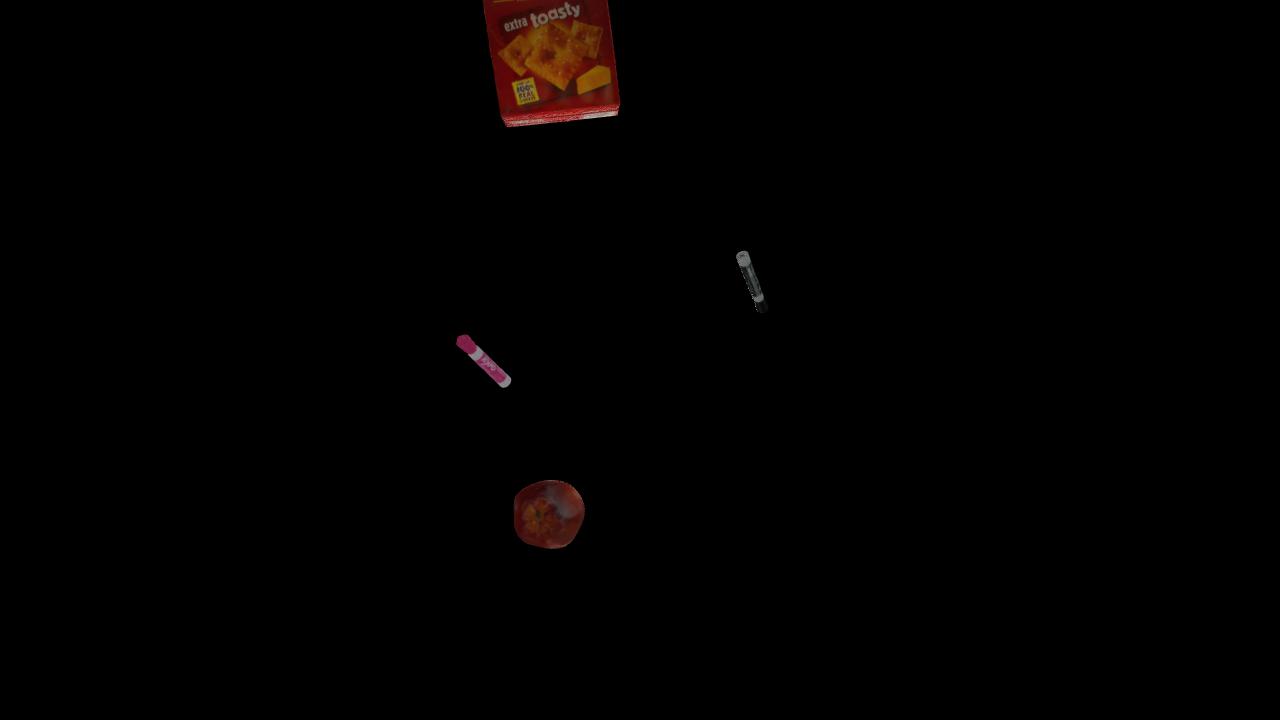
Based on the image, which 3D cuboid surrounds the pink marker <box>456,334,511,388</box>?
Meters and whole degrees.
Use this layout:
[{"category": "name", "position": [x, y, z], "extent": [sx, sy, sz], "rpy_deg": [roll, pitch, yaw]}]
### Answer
[{"category": "pink marker", "position": [-0.207, 0.002, 0.817], "extent": [0.020, 0.020, 0.121], "rpy_deg": [0, -29, 19]}]

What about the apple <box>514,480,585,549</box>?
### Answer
[{"category": "apple", "position": [-0.102, 0.169, 0.677], "extent": [0.079, 0.079, 0.093], "rpy_deg": [0, -8, 8]}]

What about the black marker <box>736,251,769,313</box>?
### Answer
[{"category": "black marker", "position": [0.172, -0.115, 0.932], "extent": [0.020, 0.020, 0.121], "rpy_deg": [0, -39, 31]}]

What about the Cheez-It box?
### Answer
[{"category": "Cheez-It box", "position": [-0.122, -0.444, 0.837], "extent": [0.166, 0.223, 0.071], "rpy_deg": [-8, 9, -6]}]
